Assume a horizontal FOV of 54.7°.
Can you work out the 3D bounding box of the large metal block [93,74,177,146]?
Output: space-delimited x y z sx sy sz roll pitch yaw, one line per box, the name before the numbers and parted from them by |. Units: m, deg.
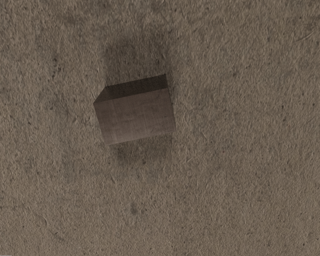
large metal block | -0.027 -0.025 0.371 0.080 0.080 0.050 -11 110 4
